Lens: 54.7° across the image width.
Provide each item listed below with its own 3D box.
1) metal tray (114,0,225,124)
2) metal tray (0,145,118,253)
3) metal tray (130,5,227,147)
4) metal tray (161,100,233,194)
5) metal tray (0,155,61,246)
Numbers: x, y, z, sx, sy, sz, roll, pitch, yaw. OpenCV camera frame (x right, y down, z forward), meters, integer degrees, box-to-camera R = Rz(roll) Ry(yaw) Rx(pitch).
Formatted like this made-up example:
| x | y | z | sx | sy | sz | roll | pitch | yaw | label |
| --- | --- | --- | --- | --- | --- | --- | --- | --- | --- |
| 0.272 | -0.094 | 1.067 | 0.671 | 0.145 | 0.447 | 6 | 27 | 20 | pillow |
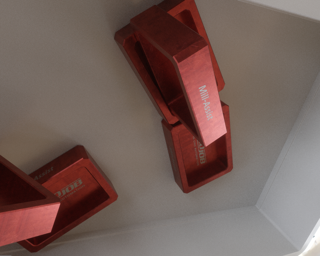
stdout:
| x | y | z | sx | sy | sz | roll | pitch | yaw | label |
| --- | --- | --- | --- | --- | --- | --- | --- | --- | --- |
| 0.017 | -0.077 | 0.368 | 0.090 | 0.030 | 0.130 | -36 | 130 | -5 | metal tray |
| -0.130 | 0.091 | 0.391 | 0.131 | 0.030 | 0.090 | -32 | 129 | -8 | metal tray |
| 0.022 | -0.049 | 0.318 | 0.030 | 0.090 | 0.130 | -34 | 139 | -7 | metal tray |
| 0.059 | 0.027 | 0.456 | 0.091 | 0.030 | 0.129 | -24 | 128 | -14 | metal tray |
| -0.163 | 0.052 | 0.266 | 0.090 | 0.130 | 0.030 | 7 | 105 | -59 | metal tray |
